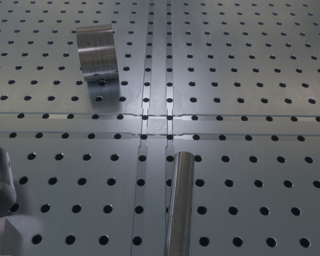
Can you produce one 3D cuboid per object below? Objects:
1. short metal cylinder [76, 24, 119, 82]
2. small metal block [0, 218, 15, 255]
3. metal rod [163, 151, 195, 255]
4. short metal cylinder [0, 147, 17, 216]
[{"bbox_3d":[-0.092,-0.112,0.466,0.050,0.080,0.080,-8,51,-7],"label":"short metal cylinder"},{"bbox_3d":[-0.176,0.121,0.304,0.050,0.025,0.050,-8,51,-7],"label":"small metal block"},{"bbox_3d":[0.012,0.150,0.281,0.025,0.025,0.300,5,50,4],"label":"metal rod"},{"bbox_3d":[-0.196,0.059,0.321,0.081,0.080,0.050,-19,53,-15],"label":"short metal cylinder"}]
